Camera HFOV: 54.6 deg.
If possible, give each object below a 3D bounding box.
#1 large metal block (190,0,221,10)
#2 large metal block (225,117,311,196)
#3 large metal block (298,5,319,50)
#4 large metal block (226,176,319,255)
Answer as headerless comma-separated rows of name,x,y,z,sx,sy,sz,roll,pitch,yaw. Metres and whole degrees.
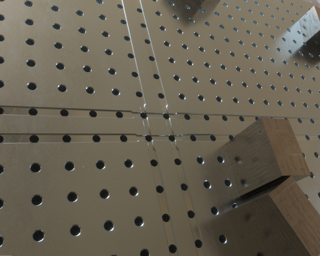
large metal block,0.085,-0.291,0.614,0.080,0.050,0.080,49,51,6
large metal block,0.143,0.041,0.424,0.050,0.080,0.080,3,60,-27
large metal block,0.388,-0.233,0.742,0.080,0.050,0.080,16,55,-19
large metal block,0.143,0.116,0.378,0.050,0.080,0.080,-23,75,-36
